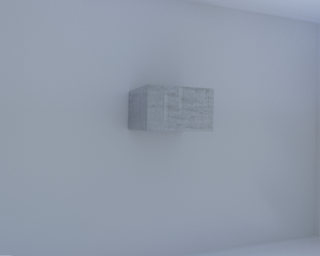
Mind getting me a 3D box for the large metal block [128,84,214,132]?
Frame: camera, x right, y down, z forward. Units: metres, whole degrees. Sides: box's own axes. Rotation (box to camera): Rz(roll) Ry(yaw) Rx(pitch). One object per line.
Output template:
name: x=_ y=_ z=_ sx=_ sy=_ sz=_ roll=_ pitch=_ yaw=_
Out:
large metal block: x=0.011 y=-0.022 z=0.382 sx=0.081 sy=0.080 sz=0.050 roll=1 pitch=90 yaw=-20
